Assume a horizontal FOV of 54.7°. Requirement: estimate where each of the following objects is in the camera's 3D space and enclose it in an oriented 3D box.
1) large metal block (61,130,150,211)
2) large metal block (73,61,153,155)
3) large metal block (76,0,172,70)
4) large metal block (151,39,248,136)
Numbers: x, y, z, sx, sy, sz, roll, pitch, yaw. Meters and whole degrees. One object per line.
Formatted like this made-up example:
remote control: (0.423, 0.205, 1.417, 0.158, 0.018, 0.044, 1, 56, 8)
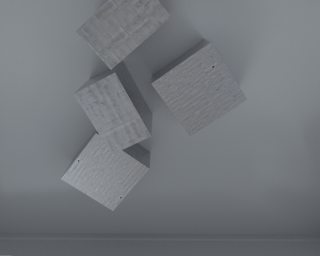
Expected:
large metal block: (-0.070, 0.050, 0.415, 0.080, 0.050, 0.080, 36, 106, -13)
large metal block: (-0.050, -0.027, 0.371, 0.050, 0.080, 0.080, -26, 108, 9)
large metal block: (-0.036, -0.115, 0.339, 0.080, 0.080, 0.050, -38, 106, 12)
large metal block: (0.046, -0.050, 0.380, 0.080, 0.050, 0.080, -34, 107, 11)
